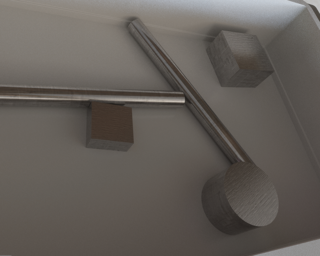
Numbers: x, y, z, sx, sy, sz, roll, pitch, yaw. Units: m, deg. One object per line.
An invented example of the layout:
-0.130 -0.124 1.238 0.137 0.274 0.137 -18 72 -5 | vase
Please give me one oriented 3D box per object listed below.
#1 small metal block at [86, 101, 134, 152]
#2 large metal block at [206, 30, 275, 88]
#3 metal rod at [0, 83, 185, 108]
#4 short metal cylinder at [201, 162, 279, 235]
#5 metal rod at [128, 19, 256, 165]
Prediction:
-0.061 -0.001 0.375 0.050 0.025 0.050 8 58 -24 | small metal block
0.138 -0.118 0.538 0.081 0.050 0.080 -3 63 -30 | large metal block
-0.103 -0.037 0.373 0.303 0.025 0.025 -1 63 -29 | metal rod
0.100 0.089 0.391 0.081 0.050 0.080 14 56 -21 | short metal cylinder
0.049 -0.043 0.459 0.025 0.025 0.299 -30 78 -38 | metal rod
